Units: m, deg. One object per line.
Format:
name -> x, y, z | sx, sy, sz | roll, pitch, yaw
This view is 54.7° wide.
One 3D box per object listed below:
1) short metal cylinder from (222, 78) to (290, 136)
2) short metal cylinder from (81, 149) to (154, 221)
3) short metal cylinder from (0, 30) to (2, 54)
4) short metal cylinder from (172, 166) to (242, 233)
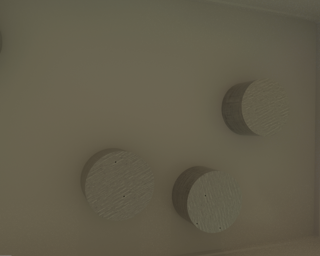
short metal cylinder -> 0.137, -0.028, 0.448 | 0.081, 0.050, 0.080 | 0, 90, -20
short metal cylinder -> -0.053, 0.066, 0.378 | 0.081, 0.050, 0.080 | 0, 90, -20
short metal cylinder -> -0.211, -0.099, 0.319 | 0.081, 0.050, 0.080 | 0, 90, -20
short metal cylinder -> 0.063, 0.095, 0.420 | 0.081, 0.050, 0.080 | 0, 90, -20
